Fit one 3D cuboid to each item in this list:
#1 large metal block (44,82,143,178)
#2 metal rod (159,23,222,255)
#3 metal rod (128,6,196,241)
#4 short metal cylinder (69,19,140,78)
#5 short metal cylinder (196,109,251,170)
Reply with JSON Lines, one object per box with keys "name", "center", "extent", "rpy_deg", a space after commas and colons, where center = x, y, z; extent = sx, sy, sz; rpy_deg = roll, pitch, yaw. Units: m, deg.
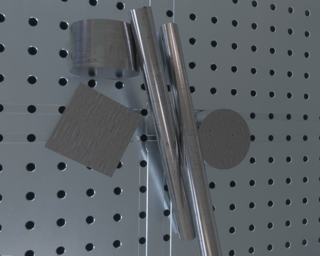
{"name": "large metal block", "center": [-0.080, 0.003, 0.370], "extent": [0.080, 0.050, 0.080], "rpy_deg": [29, 81, -18]}
{"name": "metal rod", "center": [0.035, 0.008, 0.383], "extent": [0.025, 0.025, 0.299], "rpy_deg": [-4, 76, -20]}
{"name": "metal rod", "center": [0.008, 0.011, 0.377], "extent": [0.025, 0.025, 0.298], "rpy_deg": [-20, 111, -19]}
{"name": "short metal cylinder", "center": [-0.063, -0.088, 0.360], "extent": [0.081, 0.080, 0.050], "rpy_deg": [0, 90, -20]}
{"name": "short metal cylinder", "center": [0.076, 0.014, 0.427], "extent": [0.081, 0.050, 0.079], "rpy_deg": [0, 90, -20]}
